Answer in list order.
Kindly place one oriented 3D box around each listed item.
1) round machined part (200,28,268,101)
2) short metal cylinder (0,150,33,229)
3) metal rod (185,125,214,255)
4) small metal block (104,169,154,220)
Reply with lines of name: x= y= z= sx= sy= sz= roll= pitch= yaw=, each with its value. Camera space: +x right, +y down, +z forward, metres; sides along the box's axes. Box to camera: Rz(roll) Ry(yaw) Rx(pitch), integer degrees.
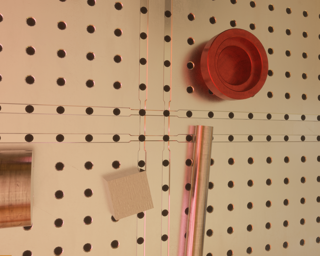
round machined part: x=0.101 y=-0.088 z=0.442 sx=0.099 sy=0.042 sz=0.097 roll=0 pitch=90 yaw=-21
short metal cylinder: x=-0.161 y=0.064 z=0.324 sx=0.050 sy=0.080 sz=0.079 roll=1 pitch=90 yaw=-20
metal rod: x=0.050 y=0.146 z=0.432 sx=0.025 sy=0.025 sz=0.298 roll=6 pitch=88 yaw=-20
small metal block: x=-0.040 y=0.084 z=0.399 sx=0.050 sy=0.025 sz=0.050 roll=-13 pitch=95 yaw=-20
